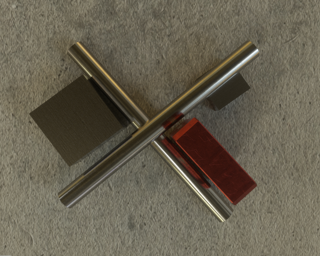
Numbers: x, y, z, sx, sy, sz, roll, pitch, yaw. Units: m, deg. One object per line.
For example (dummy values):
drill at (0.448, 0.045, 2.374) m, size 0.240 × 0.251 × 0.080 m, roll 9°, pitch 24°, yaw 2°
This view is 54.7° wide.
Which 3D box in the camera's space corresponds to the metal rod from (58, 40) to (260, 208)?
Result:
metal rod at (-0.001, -0.005, 0.386) m, size 0.300 × 0.025 × 0.025 m, roll -39°, pitch 91°, yaw -1°

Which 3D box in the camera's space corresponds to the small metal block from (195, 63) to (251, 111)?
small metal block at (0.082, -0.057, 0.412) m, size 0.050 × 0.025 × 0.050 m, roll -35°, pitch 90°, yaw 0°

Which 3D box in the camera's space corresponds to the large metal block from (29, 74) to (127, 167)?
large metal block at (-0.101, -0.009, 0.396) m, size 0.080 × 0.050 × 0.080 m, roll -37°, pitch 90°, yaw 0°

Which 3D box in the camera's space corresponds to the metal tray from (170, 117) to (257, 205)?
metal tray at (0.053, 0.032, 0.359) m, size 0.030 × 0.130 × 0.090 m, roll -43°, pitch 90°, yaw 1°

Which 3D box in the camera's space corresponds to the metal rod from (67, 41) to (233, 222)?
metal rod at (-0.012, 0.006, 0.411) m, size 0.025 × 0.025 × 0.300 m, roll -42°, pitch 91°, yaw 0°
